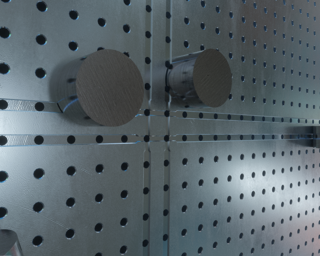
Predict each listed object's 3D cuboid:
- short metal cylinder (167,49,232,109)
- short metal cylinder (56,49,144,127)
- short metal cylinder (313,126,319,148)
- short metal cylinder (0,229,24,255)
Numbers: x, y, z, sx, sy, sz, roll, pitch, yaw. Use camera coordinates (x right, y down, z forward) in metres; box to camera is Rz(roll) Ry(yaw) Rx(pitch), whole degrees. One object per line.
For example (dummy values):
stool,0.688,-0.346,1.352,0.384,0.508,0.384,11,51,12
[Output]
short metal cylinder,0.057,-0.068,0.440,0.081,0.050,0.079,0,90,-40
short metal cylinder,-0.065,-0.041,0.338,0.081,0.050,0.079,0,90,-40
short metal cylinder,0.390,0.020,0.700,0.081,0.080,0.050,0,90,-40
short metal cylinder,-0.150,0.125,0.248,0.081,0.080,0.050,-20,103,-38
